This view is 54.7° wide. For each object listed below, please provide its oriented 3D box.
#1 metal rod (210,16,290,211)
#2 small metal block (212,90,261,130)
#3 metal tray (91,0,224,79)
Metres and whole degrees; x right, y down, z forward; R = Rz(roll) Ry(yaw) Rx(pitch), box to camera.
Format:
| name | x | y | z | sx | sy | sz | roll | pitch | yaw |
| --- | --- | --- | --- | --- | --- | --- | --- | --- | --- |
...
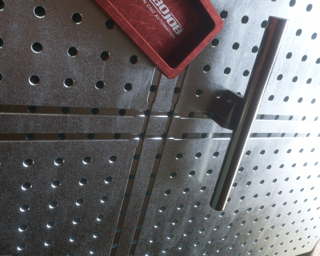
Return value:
| name | x | y | z | sx | sy | sz | roll | pitch | yaw |
| --- | --- | --- | --- | --- | --- | --- | --- | --- | --- |
| metal rod | 0.119 | -0.003 | 0.442 | 0.025 | 0.025 | 0.298 | -4 | 120 | -27 |
| small metal block | 0.113 | -0.023 | 0.459 | 0.050 | 0.025 | 0.050 | 15 | 111 | -34 |
| metal tray | 0.000 | -0.125 | 0.330 | 0.090 | 0.030 | 0.130 | -46 | 129 | 4 |
